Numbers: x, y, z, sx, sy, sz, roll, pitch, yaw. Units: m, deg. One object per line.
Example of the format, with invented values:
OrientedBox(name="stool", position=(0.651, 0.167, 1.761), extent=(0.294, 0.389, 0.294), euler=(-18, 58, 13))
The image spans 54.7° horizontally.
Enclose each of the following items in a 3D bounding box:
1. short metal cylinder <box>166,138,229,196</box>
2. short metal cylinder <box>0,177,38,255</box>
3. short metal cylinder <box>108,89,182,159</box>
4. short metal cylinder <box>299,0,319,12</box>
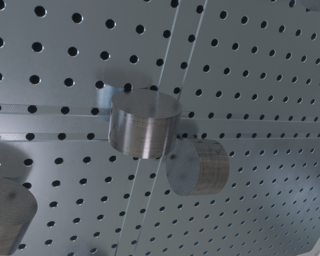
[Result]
OrientedBox(name="short metal cylinder", position=(0.051, 0.055, 0.437), extent=(0.050, 0.080, 0.079), euler=(5, 116, -31))
OrientedBox(name="short metal cylinder", position=(-0.183, 0.097, 0.335), extent=(0.080, 0.080, 0.050), euler=(20, 108, -36))
OrientedBox(name="short metal cylinder", position=(-0.018, -0.008, 0.361), extent=(0.081, 0.080, 0.050), euler=(-5, 121, -26))
OrientedBox(name="short metal cylinder", position=(0.212, -0.188, 0.375), extent=(0.050, 0.080, 0.079), euler=(-20, 126, -17))
